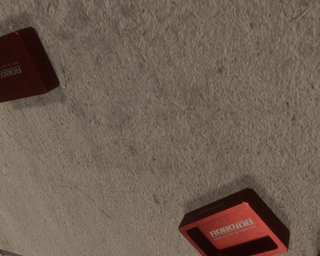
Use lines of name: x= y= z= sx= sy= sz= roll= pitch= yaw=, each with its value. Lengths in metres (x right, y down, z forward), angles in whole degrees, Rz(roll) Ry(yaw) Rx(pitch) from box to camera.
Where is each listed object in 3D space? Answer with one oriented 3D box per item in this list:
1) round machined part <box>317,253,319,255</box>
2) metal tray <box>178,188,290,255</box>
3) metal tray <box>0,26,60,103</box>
round machined part: x=0.242 y=0.179 z=0.379 sx=0.098 sy=0.042 sz=0.097 roll=13 pitch=124 yaw=20
metal tray: x=0.101 y=0.146 z=0.439 sx=0.090 sy=0.030 sz=0.129 roll=49 pitch=128 yaw=-7
metal tray: x=-0.222 y=-0.089 z=0.463 sx=0.130 sy=0.030 sz=0.090 roll=-6 pitch=116 yaw=30
